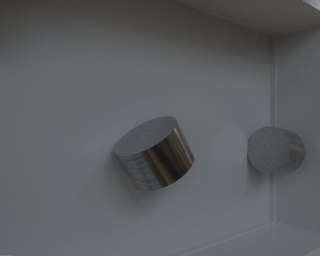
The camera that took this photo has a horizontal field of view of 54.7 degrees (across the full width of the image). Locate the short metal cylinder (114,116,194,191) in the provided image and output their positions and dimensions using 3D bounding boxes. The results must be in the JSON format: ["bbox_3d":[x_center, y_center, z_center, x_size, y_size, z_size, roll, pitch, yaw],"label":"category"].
[{"bbox_3d":[-0.006,0.028,0.365,0.080,0.080,0.050,-41,115,-32],"label":"short metal cylinder"}]

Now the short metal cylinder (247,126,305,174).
[{"bbox_3d":[0.201,0.040,0.539,0.050,0.080,0.080,9,84,-40],"label":"short metal cylinder"}]
